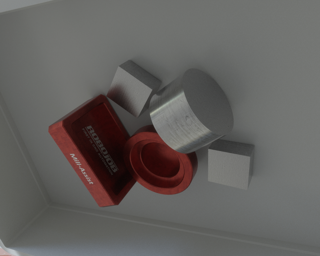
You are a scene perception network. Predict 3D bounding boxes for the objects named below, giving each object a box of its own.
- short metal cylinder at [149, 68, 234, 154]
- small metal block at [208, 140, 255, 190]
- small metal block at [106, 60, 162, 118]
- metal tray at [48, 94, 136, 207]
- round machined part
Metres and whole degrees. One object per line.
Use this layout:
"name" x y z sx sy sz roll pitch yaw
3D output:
"short metal cylinder" 0.035 -0.018 0.340 0.050 0.080 0.080 -33 100 38
"small metal block" 0.088 0.045 0.387 0.050 0.025 0.050 10 122 24
"small metal block" -0.034 -0.049 0.392 0.050 0.025 0.050 36 129 5
"metal tray" -0.079 0.030 0.422 0.030 0.090 0.130 -18 109 35
"round machined part" 0.004 0.038 0.414 0.098 0.042 0.097 13 124 20
